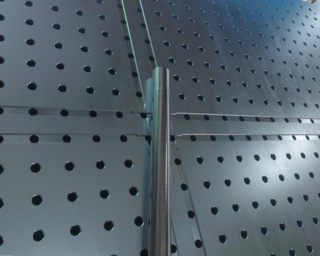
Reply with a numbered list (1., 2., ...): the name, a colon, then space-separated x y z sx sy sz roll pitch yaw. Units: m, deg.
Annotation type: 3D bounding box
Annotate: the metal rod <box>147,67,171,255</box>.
1. metal rod: 0.000 0.045 0.379 0.025 0.025 0.300 14 56 -21
